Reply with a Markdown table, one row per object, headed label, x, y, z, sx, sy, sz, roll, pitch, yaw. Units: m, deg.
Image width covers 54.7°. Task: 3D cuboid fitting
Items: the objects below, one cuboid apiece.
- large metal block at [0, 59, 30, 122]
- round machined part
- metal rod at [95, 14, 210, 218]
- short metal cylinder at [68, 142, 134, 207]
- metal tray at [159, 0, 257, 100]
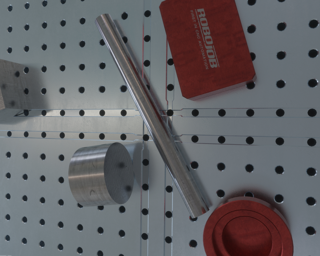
| label | x | y | z | sx | sy | sz | roll | pitch | yaw |
| --- | --- | --- | --- | --- | --- | --- | --- | --- | --- |
| large metal block | -0.265 | -0.056 | 0.493 | 0.080 | 0.050 | 0.080 | -17 | 84 | 19 |
| round machined part | 0.104 | 0.130 | 0.367 | 0.098 | 0.042 | 0.097 | 0 | 90 | 20 |
| metal rod | -0.015 | -0.023 | 0.417 | 0.025 | 0.025 | 0.299 | -30 | 81 | 17 |
| short metal cylinder | -0.075 | 0.062 | 0.410 | 0.050 | 0.080 | 0.080 | -9 | 87 | 20 |
| metal tray | 0.059 | -0.109 | 0.389 | 0.090 | 0.030 | 0.129 | -16 | 85 | 19 |
